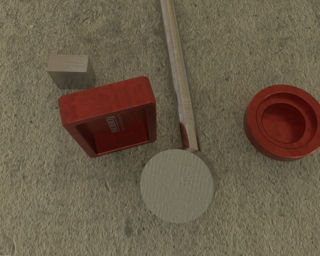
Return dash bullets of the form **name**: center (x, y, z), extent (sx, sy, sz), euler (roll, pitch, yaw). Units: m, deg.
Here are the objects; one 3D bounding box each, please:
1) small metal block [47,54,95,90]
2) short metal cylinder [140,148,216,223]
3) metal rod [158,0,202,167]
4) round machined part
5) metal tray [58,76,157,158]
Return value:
- **small metal block**: center (-0.118, -0.075, 0.421), extent (0.050, 0.050, 0.025), euler (1, 70, 0)
- **short metal cylinder**: center (0.023, 0.063, 0.357), extent (0.080, 0.050, 0.079), euler (0, 89, 14)
- **metal rod**: center (0.024, -0.090, 0.441), extent (0.025, 0.025, 0.299), euler (-7, 70, -3)
- **round machined part**: center (0.157, -0.004, 0.402), extent (0.099, 0.042, 0.098), euler (0, 70, -1)
- **metal tray**: center (-0.051, -0.006, 0.354), extent (0.091, 0.130, 0.030), euler (-15, 71, -6)
